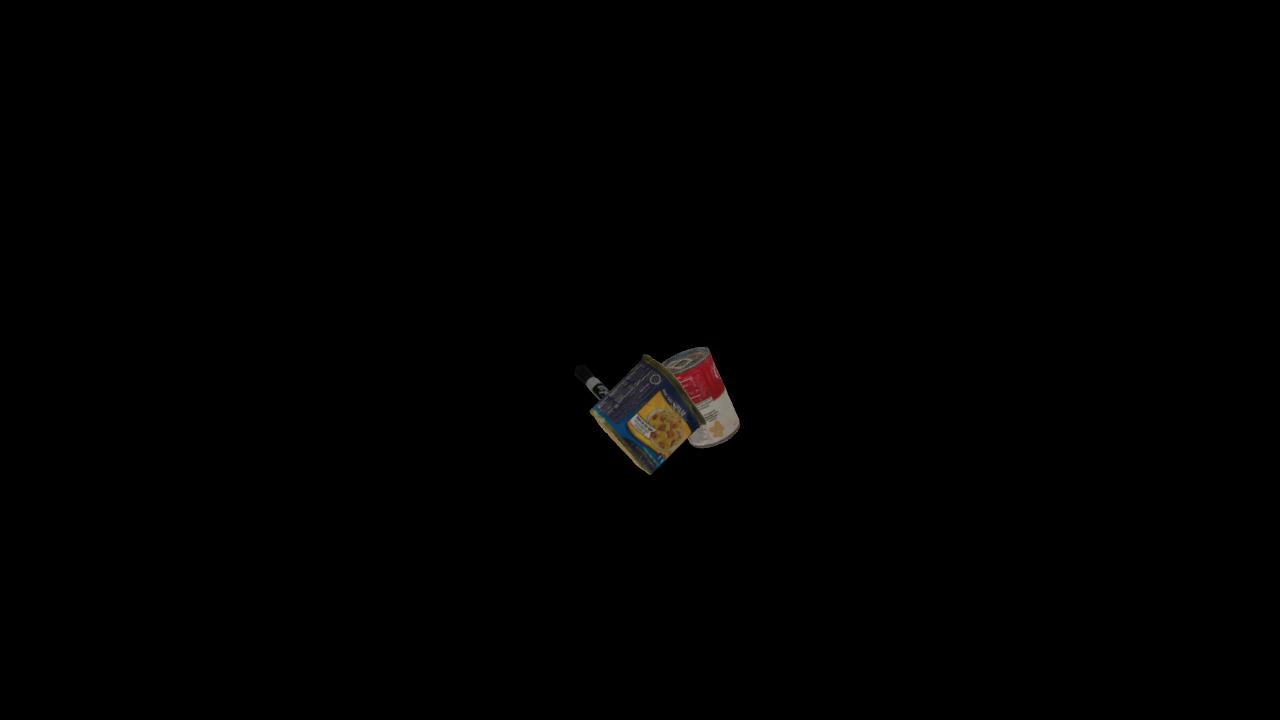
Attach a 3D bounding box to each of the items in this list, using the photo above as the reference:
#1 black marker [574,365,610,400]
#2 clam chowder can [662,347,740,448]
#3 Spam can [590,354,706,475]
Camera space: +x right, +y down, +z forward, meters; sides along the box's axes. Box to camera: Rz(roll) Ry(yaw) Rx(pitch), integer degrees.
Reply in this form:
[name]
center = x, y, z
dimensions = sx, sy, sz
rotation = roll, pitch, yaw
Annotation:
[black marker]
center = -0.040, 0.046, 0.744
dimensions = 0.121, 0.020, 0.020
rotation = 43, 24, 29
[clam chowder can]
center = 0.070, 0.045, 0.726
dimensions = 0.068, 0.102, 0.068
rotation = -23, 15, 7
[Spam can]
center = 0.009, 0.059, 0.643
dimensions = 0.058, 0.085, 0.101
rotation = 33, -16, 51
